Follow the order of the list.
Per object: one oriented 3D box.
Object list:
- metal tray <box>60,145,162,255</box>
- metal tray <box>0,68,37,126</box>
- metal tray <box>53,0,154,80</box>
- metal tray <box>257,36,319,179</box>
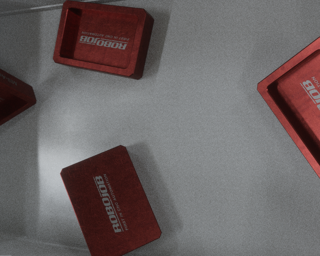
[{"bbox_3d":[-0.064,0.099,0.409,0.091,0.030,0.129,-22,82,-9],"label":"metal tray"},{"bbox_3d":[-0.254,-0.048,0.434,0.090,0.130,0.030,-30,67,9],"label":"metal tray"},{"bbox_3d":[-0.081,-0.124,0.435,0.130,0.030,0.089,14,94,19],"label":"metal tray"},{"bbox_3d":[0.176,-0.019,0.324,0.090,0.030,0.130,-42,75,45],"label":"metal tray"}]
